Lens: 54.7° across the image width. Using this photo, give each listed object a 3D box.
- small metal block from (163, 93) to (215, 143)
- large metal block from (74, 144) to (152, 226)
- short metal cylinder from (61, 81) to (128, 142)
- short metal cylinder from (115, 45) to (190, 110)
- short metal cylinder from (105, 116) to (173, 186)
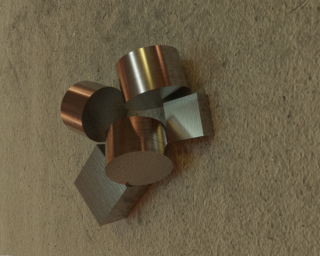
[{"bbox_3d":[0.035,-0.011,0.377,0.050,0.025,0.050,-14,81,39],"label":"small metal block"},{"bbox_3d":[-0.069,0.079,0.446,0.080,0.050,0.080,49,119,29],"label":"large metal block"},{"bbox_3d":[-0.093,-0.025,0.446,0.050,0.081,0.079,19,102,38],"label":"short metal cylinder"},{"bbox_3d":[-0.009,-0.058,0.377,0.080,0.081,0.050,-23,76,37],"label":"short metal cylinder"},{"bbox_3d":[-0.027,0.030,0.383,0.080,0.080,0.050,-38,44,33],"label":"short metal cylinder"}]
